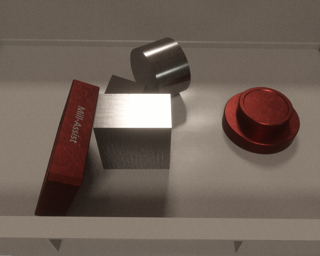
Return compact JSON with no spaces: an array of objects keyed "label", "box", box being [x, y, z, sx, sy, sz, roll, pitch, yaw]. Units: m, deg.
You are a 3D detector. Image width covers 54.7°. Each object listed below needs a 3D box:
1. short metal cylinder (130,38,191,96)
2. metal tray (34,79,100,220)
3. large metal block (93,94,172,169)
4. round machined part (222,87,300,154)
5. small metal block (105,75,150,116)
[{"label":"short metal cylinder","box":[-0.001,-0.081,0.438,0.050,0.080,0.080,-25,55,-20]},{"label":"metal tray","box":[-0.100,0.022,0.340,0.030,0.089,0.130,16,47,-19]},{"label":"large metal block","box":[-0.029,0.006,0.364,0.081,0.080,0.050,0,50,-1]},{"label":"round machined part","box":[0.135,-0.017,0.410,0.099,0.042,0.098,0,50,0]},{"label":"small metal block","box":[-0.048,-0.039,0.423,0.050,0.025,0.050,19,83,15]}]
